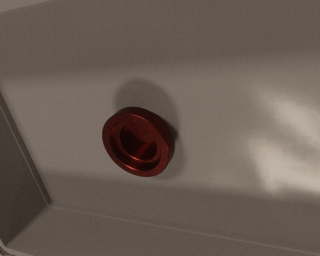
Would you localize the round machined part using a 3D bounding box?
[{"bbox_3d":[-0.025,0.015,0.419,0.098,0.042,0.097,13,124,20],"label":"round machined part"}]
